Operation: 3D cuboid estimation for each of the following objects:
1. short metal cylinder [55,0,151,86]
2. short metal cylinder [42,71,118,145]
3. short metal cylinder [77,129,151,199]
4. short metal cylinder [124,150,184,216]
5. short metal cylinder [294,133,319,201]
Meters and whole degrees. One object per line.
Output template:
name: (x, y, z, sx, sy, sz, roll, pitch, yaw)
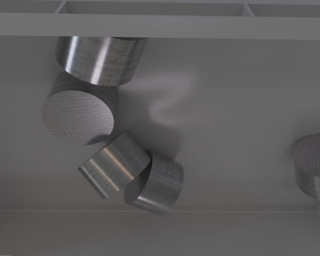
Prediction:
short metal cylinder: (-0.056, -0.085, 0.300, 0.081, 0.080, 0.050, 17, 128, -14)
short metal cylinder: (-0.093, -0.025, 0.370, 0.081, 0.050, 0.079, 0, 130, 0)
short metal cylinder: (-0.059, 0.046, 0.402, 0.080, 0.080, 0.050, -36, 96, 26)
short metal cylinder: (-0.010, 0.077, 0.438, 0.050, 0.080, 0.080, 26, 126, -20)
short metal cylinder: (0.226, 0.052, 0.419, 0.080, 0.080, 0.050, -14, 129, 11)
